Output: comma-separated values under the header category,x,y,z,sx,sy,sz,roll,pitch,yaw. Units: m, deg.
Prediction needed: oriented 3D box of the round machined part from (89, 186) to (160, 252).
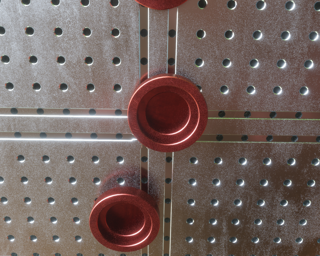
category,x,y,z,sx,sy,sz,roll,pitch,yaw
round machined part,-0.049,0.127,0.451,0.099,0.042,0.097,0,110,0

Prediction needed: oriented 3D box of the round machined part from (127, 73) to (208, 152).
category,x,y,z,sx,sy,sz,roll,pitch,yaw
round machined part,0.010,-0.022,0.396,0.099,0.042,0.097,0,110,0

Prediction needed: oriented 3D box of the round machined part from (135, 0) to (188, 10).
category,x,y,z,sx,sy,sz,roll,pitch,yaw
round machined part,0.001,-0.181,0.338,0.099,0.042,0.097,0,110,0
